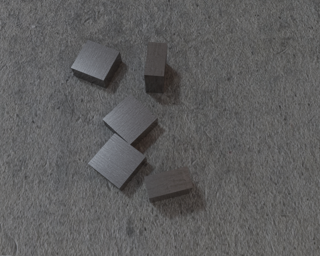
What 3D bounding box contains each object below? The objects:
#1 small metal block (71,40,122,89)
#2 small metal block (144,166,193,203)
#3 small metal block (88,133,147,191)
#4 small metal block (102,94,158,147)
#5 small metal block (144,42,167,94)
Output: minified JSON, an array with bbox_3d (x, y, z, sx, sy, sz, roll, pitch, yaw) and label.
[{"bbox_3d":[-0.089,-0.091,0.440,0.050,0.025,0.050,22,71,7],"label":"small metal block"},{"bbox_3d":[0.009,0.069,0.370,0.050,0.050,0.025,-13,71,-5],"label":"small metal block"},{"bbox_3d":[-0.053,0.043,0.392,0.050,0.025,0.050,36,74,12],"label":"small metal block"},{"bbox_3d":[-0.038,-0.008,0.411,0.050,0.025,0.050,42,75,13],"label":"small metal block"},{"bbox_3d":[-0.005,-0.081,0.424,0.025,0.050,0.050,5,70,2],"label":"small metal block"}]
